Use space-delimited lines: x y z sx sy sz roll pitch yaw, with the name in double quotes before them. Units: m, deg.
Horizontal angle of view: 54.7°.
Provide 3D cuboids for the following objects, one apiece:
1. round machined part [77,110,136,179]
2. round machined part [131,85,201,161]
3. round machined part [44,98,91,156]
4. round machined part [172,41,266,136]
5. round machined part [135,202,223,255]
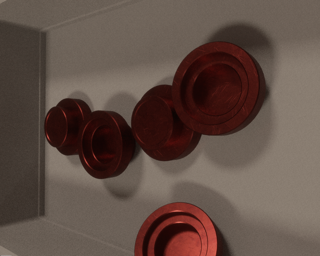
"round machined part" -0.074 0.024 0.455 0.098 0.042 0.097 0 90 39
"round machined part" 0.002 -0.006 0.393 0.098 0.042 0.097 0 90 39
"round machined part" -0.159 -0.002 0.524 0.098 0.042 0.097 0 90 39
"round machined part" 0.065 -0.040 0.336 0.098 0.042 0.097 -2 87 34
"round machined part" 0.024 0.139 0.355 0.098 0.042 0.098 -15 50 19
